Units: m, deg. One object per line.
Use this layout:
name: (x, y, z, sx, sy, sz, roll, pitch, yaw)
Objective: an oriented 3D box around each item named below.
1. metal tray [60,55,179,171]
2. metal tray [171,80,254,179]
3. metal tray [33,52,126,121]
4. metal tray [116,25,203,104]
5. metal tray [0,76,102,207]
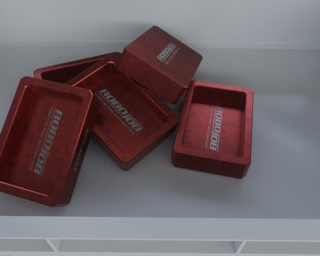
metal tray: (-0.052, -0.023, 0.390, 0.090, 0.030, 0.130, -40, 75, -21)
metal tray: (0.071, -0.004, 0.403, 0.090, 0.030, 0.130, 10, 51, 7)
metal tray: (-0.107, -0.061, 0.449, 0.131, 0.030, 0.090, -16, 52, -14)
metal tray: (0.005, -0.093, 0.434, 0.090, 0.030, 0.130, 33, 34, -3)
metal tray: (-0.130, 0.014, 0.349, 0.090, 0.030, 0.129, 13, 79, 10)
